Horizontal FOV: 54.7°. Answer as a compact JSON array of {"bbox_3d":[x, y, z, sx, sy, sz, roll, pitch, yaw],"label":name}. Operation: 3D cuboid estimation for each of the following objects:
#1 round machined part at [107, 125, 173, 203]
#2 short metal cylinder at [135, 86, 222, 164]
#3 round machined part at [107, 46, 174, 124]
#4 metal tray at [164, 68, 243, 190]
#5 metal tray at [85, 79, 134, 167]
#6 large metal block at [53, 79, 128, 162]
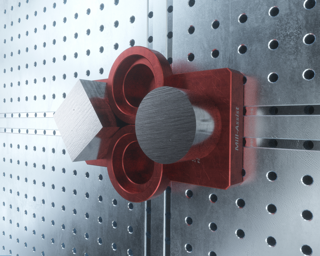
[{"bbox_3d":[-0.021,0.044,0.404,0.098,0.042,0.097,0,90,40],"label":"round machined part"},{"bbox_3d":[0.020,-0.003,0.337,0.080,0.050,0.079,0,90,40],"label":"short metal cylinder"},{"bbox_3d":[-0.020,-0.054,0.403,0.098,0.042,0.097,0,90,40],"label":"round machined part"},{"bbox_3d":[0.049,0.000,0.363,0.090,0.030,0.129,1,91,40],"label":"metal tray"},{"bbox_3d":[-0.072,-0.008,0.465,0.090,0.030,0.129,1,91,38],"label":"metal tray"},{"bbox_3d":[-0.097,-0.010,0.434,0.080,0.050,0.080,-44,64,31],"label":"large metal block"}]
